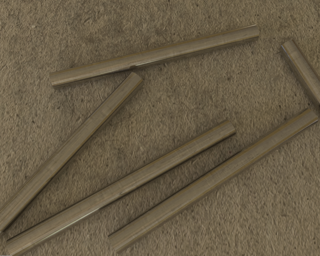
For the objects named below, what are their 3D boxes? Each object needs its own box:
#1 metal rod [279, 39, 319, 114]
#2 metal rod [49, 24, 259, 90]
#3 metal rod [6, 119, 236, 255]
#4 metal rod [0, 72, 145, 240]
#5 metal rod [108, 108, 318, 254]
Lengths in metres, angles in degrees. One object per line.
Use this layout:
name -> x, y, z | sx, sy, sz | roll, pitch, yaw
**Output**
metal rod -> 0.243, 0.009, 0.406 | 0.025, 0.025, 0.299 | -21, 72, -8
metal rod -> -0.004, -0.103, 0.445 | 0.302, 0.025, 0.025 | -15, 71, -6
metal rod -> -0.038, 0.069, 0.382 | 0.302, 0.025, 0.025 | -28, 73, -10
metal rod -> -0.126, 0.041, 0.392 | 0.025, 0.025, 0.301 | 37, 74, 12
metal rod -> 0.073, 0.060, 0.386 | 0.301, 0.025, 0.025 | -31, 73, -11
